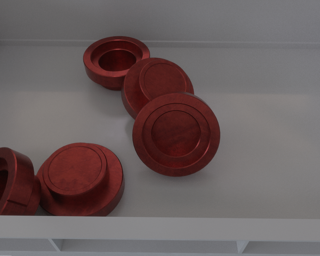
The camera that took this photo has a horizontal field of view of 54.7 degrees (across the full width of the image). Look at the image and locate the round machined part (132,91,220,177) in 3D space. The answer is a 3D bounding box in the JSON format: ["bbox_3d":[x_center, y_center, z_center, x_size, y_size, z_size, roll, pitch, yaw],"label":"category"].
[{"bbox_3d":[0.019,0.004,0.366,0.099,0.097,0.042,2,14,1],"label":"round machined part"}]

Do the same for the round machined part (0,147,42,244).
[{"bbox_3d":[-0.160,0.072,0.313,0.098,0.042,0.098,-19,54,27],"label":"round machined part"}]

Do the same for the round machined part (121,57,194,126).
[{"bbox_3d":[0.001,-0.051,0.412,0.099,0.042,0.098,6,70,-17],"label":"round machined part"}]

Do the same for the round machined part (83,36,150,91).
[{"bbox_3d":[-0.064,-0.095,0.473,0.099,0.042,0.098,0,50,0],"label":"round machined part"}]

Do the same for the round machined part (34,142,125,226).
[{"bbox_3d":[-0.091,0.055,0.347,0.099,0.042,0.098,0,50,0],"label":"round machined part"}]
